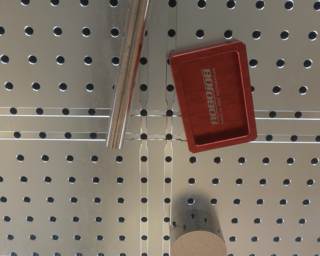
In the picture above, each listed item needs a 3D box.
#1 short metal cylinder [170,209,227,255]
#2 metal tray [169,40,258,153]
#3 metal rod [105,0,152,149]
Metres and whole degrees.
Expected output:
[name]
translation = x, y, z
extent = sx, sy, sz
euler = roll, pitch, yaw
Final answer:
[short metal cylinder]
translation = 0.055, 0.170, 0.463
extent = 0.081, 0.050, 0.079
euler = 0, 110, 0
[metal tray]
translation = 0.069, -0.039, 0.396
extent = 0.090, 0.030, 0.129
euler = -12, 110, 4
[metal rod]
translation = -0.030, -0.114, 0.371
extent = 0.025, 0.025, 0.298
euler = 12, 110, -5
